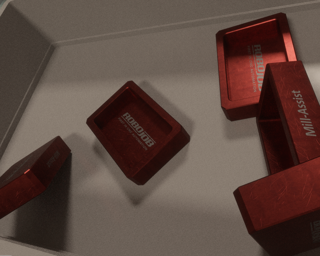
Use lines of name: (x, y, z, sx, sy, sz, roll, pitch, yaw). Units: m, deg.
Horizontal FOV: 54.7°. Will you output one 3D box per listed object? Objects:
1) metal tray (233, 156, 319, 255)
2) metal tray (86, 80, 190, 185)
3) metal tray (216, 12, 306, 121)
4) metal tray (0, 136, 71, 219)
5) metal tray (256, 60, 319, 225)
metal tray: (0.117, 0.064, 0.237, 0.090, 0.130, 0.030, -25, 53, 13)
metal tray: (-0.034, 0.002, 0.417, 0.090, 0.030, 0.130, -43, 51, -2)
metal tray: (0.121, -0.077, 0.386, 0.090, 0.030, 0.130, -11, 57, 21)
metal tray: (-0.176, 0.064, 0.408, 0.090, 0.030, 0.130, -32, 15, 7)
metal tray: (0.119, 0.014, 0.282, 0.030, 0.090, 0.130, -4, 53, 6)
